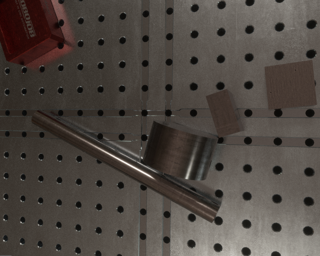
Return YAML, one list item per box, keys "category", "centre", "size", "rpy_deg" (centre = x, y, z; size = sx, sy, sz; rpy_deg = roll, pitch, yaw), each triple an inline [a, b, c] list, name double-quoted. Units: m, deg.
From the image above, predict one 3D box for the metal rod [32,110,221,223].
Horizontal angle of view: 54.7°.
- category: "metal rod"
  centre: [-0.059, 0.046, 0.432]
  size: [0.301, 0.025, 0.025]
  rpy_deg: [26, 98, 17]

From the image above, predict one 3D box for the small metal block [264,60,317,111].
- category: "small metal block"
  centre: [0.150, -0.048, 0.360]
  size: [0.050, 0.025, 0.050]
  rpy_deg: [-6, 88, 19]

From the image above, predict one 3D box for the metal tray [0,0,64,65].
- category: "metal tray"
  centre: [-0.213, -0.176, 0.482]
  size: [0.090, 0.030, 0.129]
  rpy_deg: [-23, 83, 18]

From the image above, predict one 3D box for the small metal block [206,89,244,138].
- category: "small metal block"
  centre: [0.079, -0.016, 0.371]
  size: [0.025, 0.050, 0.050]
  rpy_deg: [-18, 84, 19]

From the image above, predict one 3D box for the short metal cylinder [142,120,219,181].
- category: "short metal cylinder"
  centre: [0.024, 0.025, 0.374]
  size: [0.080, 0.080, 0.050]
  rpy_deg: [18, 96, 19]
